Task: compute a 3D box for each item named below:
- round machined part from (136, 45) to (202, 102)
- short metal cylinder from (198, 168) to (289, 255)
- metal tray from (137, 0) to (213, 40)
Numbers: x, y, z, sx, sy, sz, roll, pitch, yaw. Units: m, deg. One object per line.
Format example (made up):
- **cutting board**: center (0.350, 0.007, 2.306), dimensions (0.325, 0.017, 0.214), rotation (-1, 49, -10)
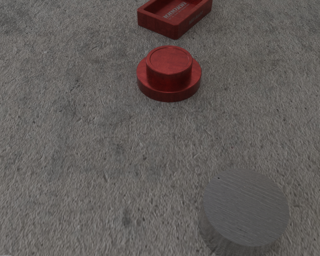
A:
- **round machined part**: center (0.014, -0.088, 0.466), dimensions (0.099, 0.042, 0.098), rotation (0, 50, 0)
- **short metal cylinder**: center (0.082, 0.088, 0.314), dimensions (0.081, 0.050, 0.080), rotation (0, 50, 0)
- **metal tray**: center (0.030, -0.224, 0.588), dimensions (0.090, 0.030, 0.131), rotation (29, 55, 22)
